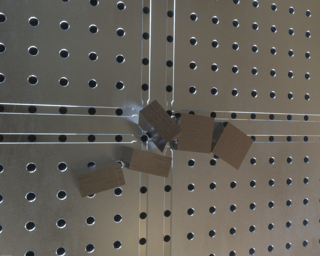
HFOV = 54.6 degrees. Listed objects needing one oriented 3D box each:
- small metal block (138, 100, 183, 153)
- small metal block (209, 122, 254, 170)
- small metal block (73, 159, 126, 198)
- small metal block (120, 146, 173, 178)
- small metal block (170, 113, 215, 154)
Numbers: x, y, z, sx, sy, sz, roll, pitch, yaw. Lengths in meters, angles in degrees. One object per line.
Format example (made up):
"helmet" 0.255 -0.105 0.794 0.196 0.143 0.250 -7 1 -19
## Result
"small metal block" -0.001 -0.001 0.390 0.025 0.050 0.050 -38 79 -16
"small metal block" 0.099 0.026 0.449 0.050 0.025 0.050 34 79 -17
"small metal block" -0.074 0.059 0.372 0.050 0.050 0.025 -14 95 -19
"small metal block" -0.019 0.042 0.392 0.050 0.050 0.025 16 85 -19
"small metal block" 0.045 0.007 0.429 0.050 0.025 0.050 8 87 -20
